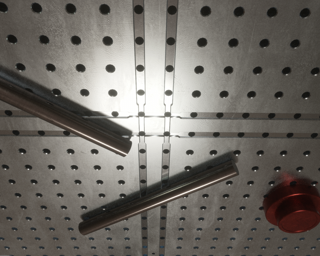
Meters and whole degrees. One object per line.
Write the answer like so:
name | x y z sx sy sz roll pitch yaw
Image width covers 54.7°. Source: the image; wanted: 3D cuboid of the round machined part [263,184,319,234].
round machined part | 0.230 0.143 0.526 0.099 0.042 0.097 -1 130 0

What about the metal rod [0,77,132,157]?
metal rod | -0.169 -0.036 0.378 0.301 0.025 0.025 28 125 -22

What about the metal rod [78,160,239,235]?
metal rod | -0.014 0.121 0.514 0.300 0.025 0.025 -26 126 20
